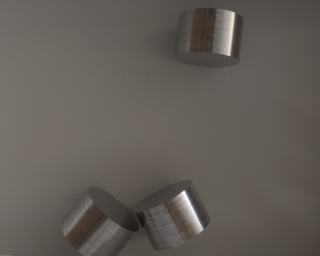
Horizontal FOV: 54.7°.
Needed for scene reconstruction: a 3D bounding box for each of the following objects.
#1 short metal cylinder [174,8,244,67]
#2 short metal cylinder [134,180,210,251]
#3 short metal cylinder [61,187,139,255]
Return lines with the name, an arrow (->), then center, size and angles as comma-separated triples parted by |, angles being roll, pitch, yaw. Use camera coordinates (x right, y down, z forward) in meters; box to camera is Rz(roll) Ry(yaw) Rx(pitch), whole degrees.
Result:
short metal cylinder -> 0.060, -0.109, 0.384 | 0.080, 0.080, 0.050 | 6, 90, 0
short metal cylinder -> 0.015, 0.106, 0.384 | 0.080, 0.080, 0.050 | -27, 90, 0
short metal cylinder -> -0.073, 0.119, 0.383 | 0.080, 0.080, 0.050 | 40, 90, 0
